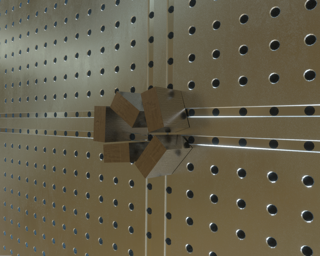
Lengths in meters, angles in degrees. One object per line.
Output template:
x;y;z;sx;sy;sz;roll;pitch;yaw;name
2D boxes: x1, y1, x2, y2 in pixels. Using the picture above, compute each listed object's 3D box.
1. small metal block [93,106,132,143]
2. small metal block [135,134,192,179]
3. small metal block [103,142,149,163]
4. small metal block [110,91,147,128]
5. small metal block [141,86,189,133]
-0.068;-0.006;0.450;0.025;0.050;0.050;5;94;40;small metal block
0.004;0.035;0.390;0.025;0.050;0.050;50;120;29;small metal block
-0.042;0.033;0.428;0.050;0.050;0.025;-6;86;40;small metal block
-0.030;-0.025;0.419;0.050;0.050;0.025;41;116;32;small metal block
0.007;-0.022;0.388;0.025;0.050;0.050;-21;76;38;small metal block
